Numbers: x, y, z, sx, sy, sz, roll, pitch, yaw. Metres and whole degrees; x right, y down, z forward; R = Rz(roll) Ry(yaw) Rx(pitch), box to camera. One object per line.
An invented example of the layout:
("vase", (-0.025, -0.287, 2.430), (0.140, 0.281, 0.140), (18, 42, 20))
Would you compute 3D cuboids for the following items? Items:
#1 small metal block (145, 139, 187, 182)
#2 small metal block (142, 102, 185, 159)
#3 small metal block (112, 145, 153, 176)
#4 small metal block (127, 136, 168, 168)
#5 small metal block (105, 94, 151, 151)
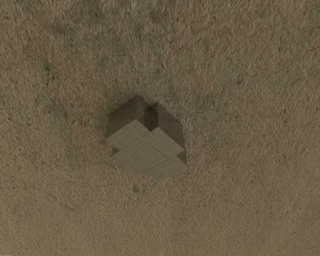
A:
("small metal block", (0.008, 0.038, 0.424), (0.050, 0.050, 0.025), (-32, 124, 24))
("small metal block", (0.005, 0.003, 0.394), (0.025, 0.050, 0.050), (-33, 123, 25))
("small metal block", (-0.035, 0.027, 0.414), (0.025, 0.050, 0.050), (-32, 123, 24))
("small metal block", (-0.015, 0.015, 0.404), (0.025, 0.050, 0.050), (-32, 123, 24))
("small metal block", (-0.039, -0.007, 0.385), (0.050, 0.050, 0.025), (-32, 124, 24))
